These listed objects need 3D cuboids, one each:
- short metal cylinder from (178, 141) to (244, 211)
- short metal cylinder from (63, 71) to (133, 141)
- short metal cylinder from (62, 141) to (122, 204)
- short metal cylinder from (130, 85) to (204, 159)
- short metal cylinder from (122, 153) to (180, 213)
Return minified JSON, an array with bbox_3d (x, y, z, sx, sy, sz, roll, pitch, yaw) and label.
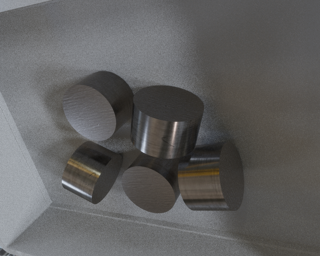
[{"bbox_3d":[0.063,0.059,0.373,0.050,0.080,0.080,-9,114,32],"label":"short metal cylinder"},{"bbox_3d":[-0.080,-0.030,0.412,0.080,0.050,0.079,13,124,20],"label":"short metal cylinder"},{"bbox_3d":[-0.099,0.066,0.461,0.050,0.080,0.079,24,127,13],"label":"short metal cylinder"},{"bbox_3d":[0.007,-0.009,0.362,0.080,0.080,0.050,20,126,16],"label":"short metal cylinder"},{"bbox_3d":[-0.006,0.073,0.437,0.080,0.050,0.079,13,124,20],"label":"short metal cylinder"}]
